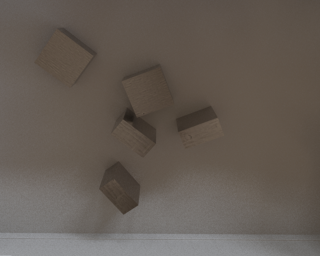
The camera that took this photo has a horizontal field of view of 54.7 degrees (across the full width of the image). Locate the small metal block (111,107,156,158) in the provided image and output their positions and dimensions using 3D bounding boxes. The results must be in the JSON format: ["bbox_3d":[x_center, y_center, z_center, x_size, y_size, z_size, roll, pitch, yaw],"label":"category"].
[{"bbox_3d":[-0.032,0.005,0.399,0.050,0.050,0.025,37,106,-13],"label":"small metal block"}]

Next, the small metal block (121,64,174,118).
[{"bbox_3d":[-0.015,-0.047,0.394,0.050,0.025,0.050,-19,109,6],"label":"small metal block"}]

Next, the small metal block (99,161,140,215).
[{"bbox_3d":[-0.054,0.082,0.427,0.025,0.050,0.050,-35,107,12],"label":"small metal block"}]

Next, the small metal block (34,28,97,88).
[{"bbox_3d":[-0.114,-0.086,0.378,0.050,0.025,0.050,37,106,-13],"label":"small metal block"}]

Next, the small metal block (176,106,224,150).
[{"bbox_3d":[0.050,-0.002,0.398,0.050,0.050,0.025,-20,109,7],"label":"small metal block"}]
